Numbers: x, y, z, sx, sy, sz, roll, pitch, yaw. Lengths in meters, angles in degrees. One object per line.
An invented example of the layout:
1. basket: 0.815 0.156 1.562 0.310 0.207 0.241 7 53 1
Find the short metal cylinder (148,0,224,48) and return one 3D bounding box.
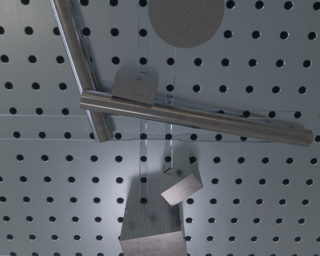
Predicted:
1. short metal cylinder: 0.028 -0.134 0.351 0.081 0.050 0.079 0 110 0

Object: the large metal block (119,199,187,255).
1. large metal block: -0.007 0.146 0.438 0.080 0.080 0.050 -11 110 4

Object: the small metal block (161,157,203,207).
1. small metal block: 0.029 0.073 0.427 0.050 0.050 0.025 -35 107 12

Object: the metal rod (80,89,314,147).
1. metal rod: 0.053 -0.010 0.396 0.302 0.025 0.025 10 110 -10

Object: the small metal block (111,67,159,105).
1. small metal block: -0.029 -0.052 0.381 0.050 0.050 0.025 13 110 -5

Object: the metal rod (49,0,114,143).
1. metal rod: -0.108 -0.122 0.367 0.025 0.025 0.298 -12 110 4
